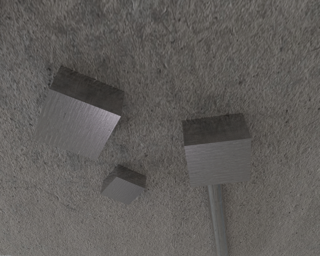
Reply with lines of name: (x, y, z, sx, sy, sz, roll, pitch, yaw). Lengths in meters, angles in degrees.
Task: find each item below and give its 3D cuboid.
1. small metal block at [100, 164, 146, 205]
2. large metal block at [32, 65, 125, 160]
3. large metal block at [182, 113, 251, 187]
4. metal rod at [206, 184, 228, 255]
small metal block: (-0.057, 0.089, 0.483, 0.050, 0.025, 0.050, 28, 125, -22)
large metal block: (-0.098, -0.016, 0.376, 0.080, 0.050, 0.080, 21, 127, -18)
large metal block: (0.076, 0.031, 0.418, 0.080, 0.050, 0.080, -7, 130, 6)
metal rod: (0.107, 0.178, 0.559, 0.025, 0.025, 0.298, -8, 130, 7)
